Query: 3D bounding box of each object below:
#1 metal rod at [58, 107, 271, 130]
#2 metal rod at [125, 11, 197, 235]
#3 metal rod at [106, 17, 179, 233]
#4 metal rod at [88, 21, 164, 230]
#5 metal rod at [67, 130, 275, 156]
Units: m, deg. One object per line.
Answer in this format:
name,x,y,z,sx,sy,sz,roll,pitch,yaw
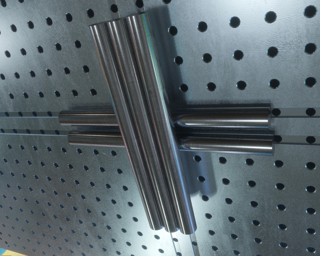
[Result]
metal rod,-0.013,-0.013,0.409,0.301,0.025,0.025,1,119,27
metal rod,0.009,0.014,0.382,0.025,0.025,0.298,0,119,27
metal rod,-0.013,0.015,0.394,0.025,0.025,0.298,0,119,27
metal rod,-0.035,0.015,0.406,0.025,0.025,0.298,0,119,27
metal rod,-0.004,0.017,0.423,0.301,0.025,0.025,1,119,27
